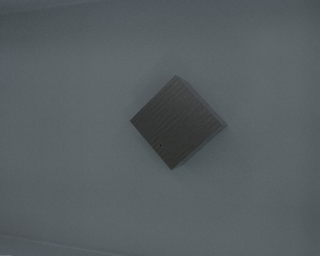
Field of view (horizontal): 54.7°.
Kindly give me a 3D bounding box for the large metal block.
[{"bbox_3d":[0.024,-0.006,0.388,0.080,0.050,0.080,-44,77,14],"label":"large metal block"}]
